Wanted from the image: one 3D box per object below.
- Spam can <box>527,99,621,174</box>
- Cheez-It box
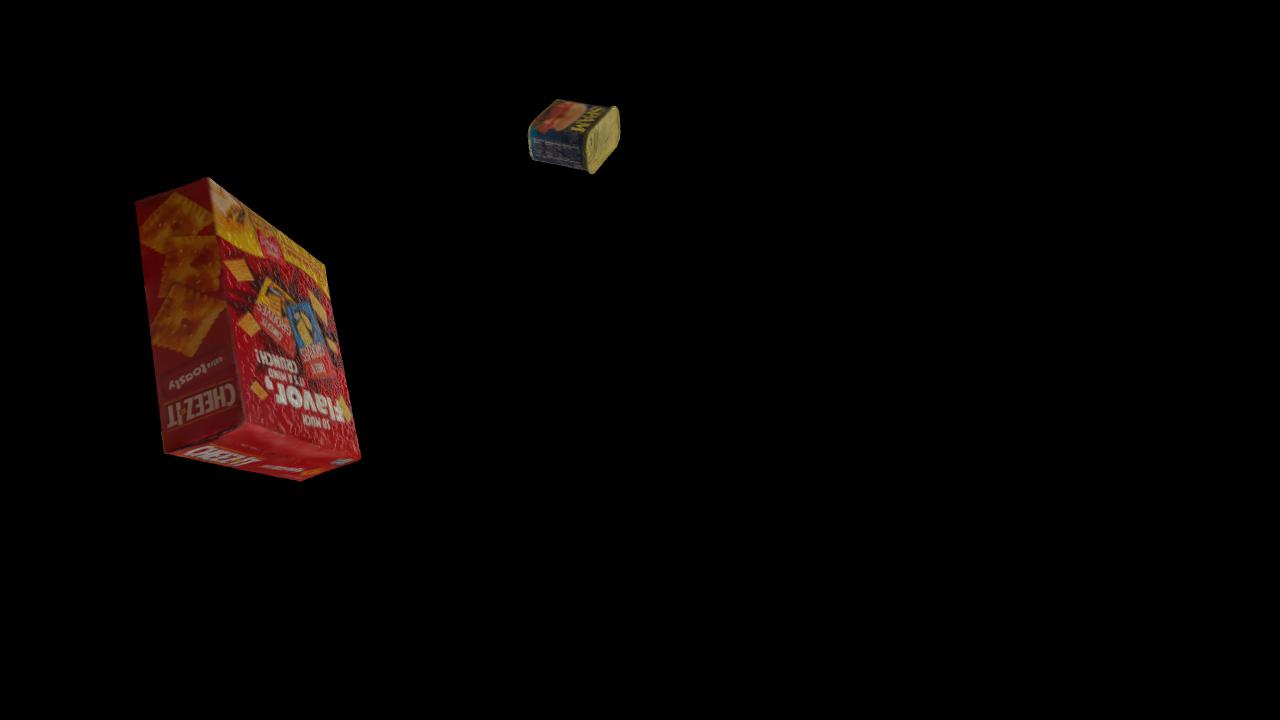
[{"bbox_3d":[-0.084,-0.290,0.792,0.085,0.058,0.101,16,49,16],"label":"Spam can"},{"bbox_3d":[-0.331,-0.017,0.534,0.071,0.223,0.166,-20,-18,-1],"label":"Cheez-It box"}]
